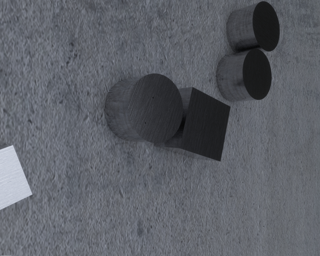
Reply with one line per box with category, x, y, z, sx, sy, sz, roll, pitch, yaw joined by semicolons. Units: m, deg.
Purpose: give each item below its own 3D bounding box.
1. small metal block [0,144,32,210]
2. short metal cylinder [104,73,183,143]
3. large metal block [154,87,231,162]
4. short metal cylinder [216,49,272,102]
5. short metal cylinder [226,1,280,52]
small metal block;-0.152;0.047;0.278;0.050;0.025;0.050;-25;106;-37
short metal cylinder;-0.019;-0.022;0.373;0.081;0.050;0.079;0;90;-40
large metal block;0.046;-0.003;0.427;0.080;0.050;0.080;20;77;-38
short metal cylinder;0.137;-0.084;0.503;0.081;0.050;0.079;0;90;-40
short metal cylinder;0.157;-0.164;0.519;0.081;0.050;0.079;0;90;-40
